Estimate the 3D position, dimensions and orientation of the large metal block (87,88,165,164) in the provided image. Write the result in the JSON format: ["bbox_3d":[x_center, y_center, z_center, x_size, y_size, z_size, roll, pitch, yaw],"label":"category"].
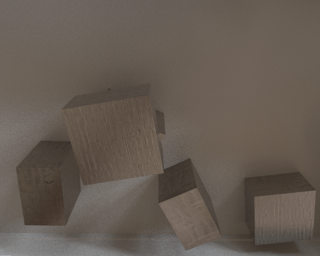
[{"bbox_3d":[-0.041,-0.001,0.381,0.080,0.080,0.050,24,108,-9],"label":"large metal block"}]

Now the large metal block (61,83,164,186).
[{"bbox_3d":[-0.043,0.005,0.314,0.080,0.050,0.079,-9,110,3],"label":"large metal block"}]

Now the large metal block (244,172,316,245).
[{"bbox_3d":[0.169,0.114,0.443,0.080,0.050,0.079,-6,110,2],"label":"large metal block"}]

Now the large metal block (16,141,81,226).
[{"bbox_3d":[-0.141,0.069,0.406,0.050,0.080,0.079,1,110,-1],"label":"large metal block"}]

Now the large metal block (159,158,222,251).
[{"bbox_3d":[0.038,0.101,0.420,0.050,0.080,0.080,-24,109,8],"label":"large metal block"}]
